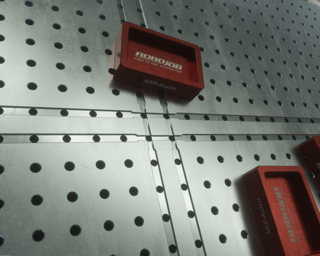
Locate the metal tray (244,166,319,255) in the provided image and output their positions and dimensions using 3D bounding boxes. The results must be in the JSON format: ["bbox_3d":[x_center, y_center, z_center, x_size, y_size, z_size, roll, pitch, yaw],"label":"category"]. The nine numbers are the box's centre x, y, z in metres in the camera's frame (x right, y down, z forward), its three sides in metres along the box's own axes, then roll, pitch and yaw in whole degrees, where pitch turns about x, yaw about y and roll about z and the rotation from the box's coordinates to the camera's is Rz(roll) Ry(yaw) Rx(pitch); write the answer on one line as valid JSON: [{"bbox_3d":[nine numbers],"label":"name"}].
[{"bbox_3d":[0.176,0.118,0.426,0.091,0.030,0.130,4,60,-26],"label":"metal tray"}]

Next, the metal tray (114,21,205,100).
[{"bbox_3d":[0.000,-0.100,0.465,0.131,0.030,0.090,12,57,-21],"label":"metal tray"}]

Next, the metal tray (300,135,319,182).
[{"bbox_3d":[0.305,0.072,0.523,0.091,0.030,0.130,-8,66,-31],"label":"metal tray"}]
